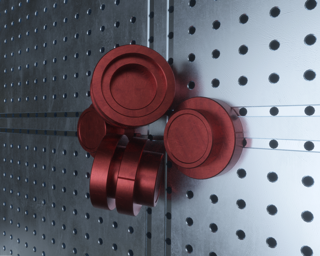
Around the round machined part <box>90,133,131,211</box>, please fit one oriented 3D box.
[{"bbox_3d":[-0.052,0.057,0.400,0.042,0.098,0.097,8,96,8],"label":"round machined part"}]

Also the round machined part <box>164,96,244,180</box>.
[{"bbox_3d":[0.043,0.012,0.364,0.098,0.042,0.097,0,90,40],"label":"round machined part"}]

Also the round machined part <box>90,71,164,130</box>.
[{"bbox_3d":[-0.042,-0.046,0.412,0.042,0.099,0.098,157,109,-79],"label":"round machined part"}]

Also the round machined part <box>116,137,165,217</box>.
[{"bbox_3d":[-0.021,0.062,0.392,0.042,0.098,0.097,9,97,8],"label":"round machined part"}]

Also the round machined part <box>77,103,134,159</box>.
[{"bbox_3d":[-0.089,0.003,0.473,0.098,0.042,0.097,0,90,40],"label":"round machined part"}]

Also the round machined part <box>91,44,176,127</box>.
[{"bbox_3d":[-0.033,-0.049,0.381,0.042,0.099,0.098,157,109,-79],"label":"round machined part"}]
